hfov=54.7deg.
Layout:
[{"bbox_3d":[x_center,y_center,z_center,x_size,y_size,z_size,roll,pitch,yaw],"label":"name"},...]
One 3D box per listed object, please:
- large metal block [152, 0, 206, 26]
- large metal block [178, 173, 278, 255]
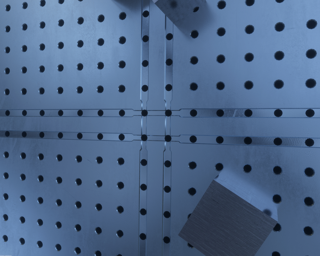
[{"bbox_3d":[0.006,-0.185,0.380,0.050,0.080,0.080,-35,79,16],"label":"large metal block"},{"bbox_3d":[0.082,0.113,0.370,0.080,0.050,0.080,33,100,16],"label":"large metal block"}]
